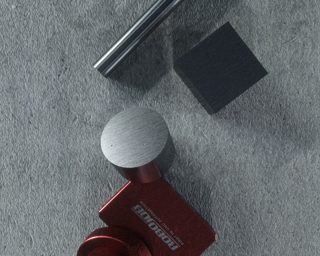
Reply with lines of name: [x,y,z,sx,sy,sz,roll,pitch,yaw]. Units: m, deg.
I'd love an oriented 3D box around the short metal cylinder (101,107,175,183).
short metal cylinder: [-0.025,0.021,0.380,0.080,0.050,0.080,-6,59,10]

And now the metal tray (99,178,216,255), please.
metal tray: [-0.003,0.124,0.408,0.090,0.030,0.130,-45,91,0]

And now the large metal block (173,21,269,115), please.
large metal block: [0.075,-0.073,0.398,0.080,0.050,0.080,-38,90,0]

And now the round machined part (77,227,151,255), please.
round machined part: [-0.060,0.176,0.383,0.098,0.042,0.097,5,108,16]

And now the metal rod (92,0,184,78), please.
metal rod: [0.025,-0.181,0.410,0.025,0.025,0.300,45,89,-1]
